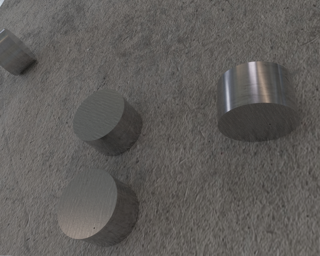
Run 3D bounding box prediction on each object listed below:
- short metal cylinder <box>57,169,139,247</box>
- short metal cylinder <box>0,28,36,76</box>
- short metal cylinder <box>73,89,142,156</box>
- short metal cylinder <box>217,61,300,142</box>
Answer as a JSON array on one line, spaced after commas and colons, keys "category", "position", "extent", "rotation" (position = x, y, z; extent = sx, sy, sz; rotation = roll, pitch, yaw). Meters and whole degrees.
[{"category": "short metal cylinder", "position": [-0.072, 0.095, 0.368], "extent": [0.080, 0.050, 0.080], "rotation": [-13, 56, 21]}, {"category": "short metal cylinder", "position": [-0.296, -0.151, 0.617], "extent": [0.050, 0.080, 0.080], "rotation": [-42, 51, 0]}, {"category": "short metal cylinder", "position": [-0.072, -0.007, 0.430], "extent": [0.080, 0.050, 0.080], "rotation": [-13, 56, 21]}, {"category": "short metal cylinder", "position": [0.102, -0.025, 0.331], "extent": [0.080, 0.080, 0.050], "rotation": [-9, 58, 23]}]
